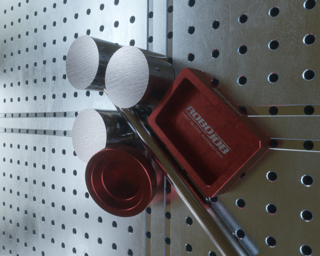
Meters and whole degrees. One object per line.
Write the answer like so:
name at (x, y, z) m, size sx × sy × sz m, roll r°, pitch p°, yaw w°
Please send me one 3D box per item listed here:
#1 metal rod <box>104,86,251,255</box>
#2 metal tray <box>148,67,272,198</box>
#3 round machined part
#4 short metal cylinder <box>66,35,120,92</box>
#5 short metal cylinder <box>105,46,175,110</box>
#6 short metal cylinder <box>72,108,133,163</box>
metal rod at (0.008, 0.043, 0.403) m, size 0.300 × 0.025 × 0.025 m, roll 52°, pitch 120°, yaw 27°
metal tray at (0.051, 0.003, 0.363) m, size 0.130 × 0.030 × 0.090 m, roll 51°, pitch 120°, yaw 27°
round machined part at (-0.049, 0.068, 0.425) m, size 0.098 × 0.042 × 0.097 m, roll 6°, pitch 107°, yaw 19°
short metal cylinder at (-0.100, -0.097, 0.476) m, size 0.080 × 0.050 × 0.080 m, roll 0°, pitch 90°, yaw 40°
short metal cylinder at (-0.028, -0.065, 0.415) m, size 0.080 × 0.050 × 0.080 m, roll 0°, pitch 90°, yaw 40°
short metal cylinder at (-0.087, 0.011, 0.465) m, size 0.080 × 0.050 × 0.080 m, roll 0°, pitch 90°, yaw 40°
